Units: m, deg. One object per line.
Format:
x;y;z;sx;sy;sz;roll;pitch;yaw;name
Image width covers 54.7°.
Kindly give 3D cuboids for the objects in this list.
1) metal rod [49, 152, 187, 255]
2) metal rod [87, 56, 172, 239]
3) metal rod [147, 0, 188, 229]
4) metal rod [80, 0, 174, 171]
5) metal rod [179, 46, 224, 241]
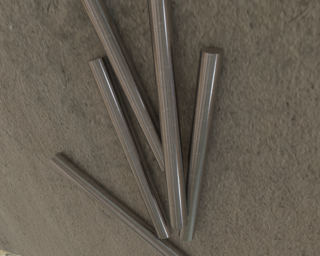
-0.064;0.145;0.528;0.300;0.025;0.025;39;129;1;metal rod
-0.036;0.042;0.450;0.025;0.025;0.298;-5;116;30;metal rod
0.013;0.000;0.382;0.025;0.025;0.298;6;116;25;metal rod
-0.046;-0.076;0.382;0.025;0.025;0.299;-11;113;32;metal rod
0.048;0.043;0.406;0.025;0.025;0.298;16;125;19;metal rod
